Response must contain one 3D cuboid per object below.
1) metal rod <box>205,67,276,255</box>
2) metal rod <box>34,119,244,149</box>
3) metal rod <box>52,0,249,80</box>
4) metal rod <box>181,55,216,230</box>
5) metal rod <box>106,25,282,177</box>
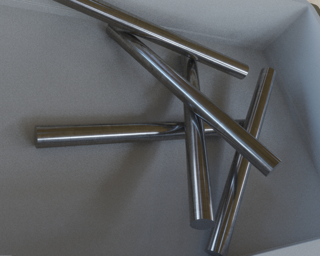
[{"bbox_3d":[0.119,0.027,0.428,0.025,0.025,0.300,31,59,-9],"label":"metal rod"},{"bbox_3d":[0.000,0.004,0.402,0.303,0.025,0.025,-2,63,-29],"label":"metal rod"},{"bbox_3d":[-0.002,-0.133,0.443,0.302,0.025,0.025,18,55,-20],"label":"metal rod"},{"bbox_3d":[0.044,-0.015,0.406,0.025,0.025,0.300,18,45,-18],"label":"metal rod"},{"bbox_3d":[0.027,-0.052,0.399,0.025,0.025,0.300,-26,59,-37],"label":"metal rod"}]
